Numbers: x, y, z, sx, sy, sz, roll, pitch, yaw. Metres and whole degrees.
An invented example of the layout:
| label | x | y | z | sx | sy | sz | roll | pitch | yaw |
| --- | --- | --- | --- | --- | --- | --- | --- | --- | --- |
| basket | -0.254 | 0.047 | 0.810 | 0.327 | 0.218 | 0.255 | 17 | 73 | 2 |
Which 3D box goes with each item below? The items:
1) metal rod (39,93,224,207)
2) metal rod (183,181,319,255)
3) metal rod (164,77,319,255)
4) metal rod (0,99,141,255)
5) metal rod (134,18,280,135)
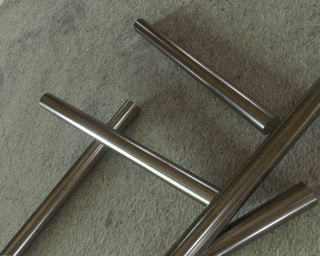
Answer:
| label | x | y | z | sx | sy | sz | roll | pitch | yaw |
| --- | --- | --- | --- | --- | --- | --- | --- | --- | --- |
| metal rod | -0.052 | 0.019 | 0.393 | 0.300 | 0.025 | 0.025 | 27 | 76 | 28 |
| metal rod | 0.016 | 0.142 | 0.308 | 0.300 | 0.025 | 0.025 | -33 | 52 | 6 |
| metal rod | 0.100 | 0.036 | 0.309 | 0.301 | 0.025 | 0.025 | -46 | 51 | -12 |
| metal rod | -0.129 | 0.083 | 0.420 | 0.025 | 0.025 | 0.300 | 32 | 79 | 38 |
| metal rod | 0.044 | -0.089 | 0.435 | 0.025 | 0.025 | 0.300 | -42 | 51 | 0 |
